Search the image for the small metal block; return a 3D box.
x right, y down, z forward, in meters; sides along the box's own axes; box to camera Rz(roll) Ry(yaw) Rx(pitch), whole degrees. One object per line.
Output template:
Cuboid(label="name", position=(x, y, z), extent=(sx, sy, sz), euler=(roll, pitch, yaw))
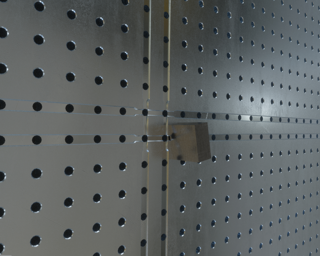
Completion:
Cuboid(label="small metal block", position=(0.041, 0.019, 0.430), extent=(0.025, 0.050, 0.050), euler=(-12, 98, -40))
